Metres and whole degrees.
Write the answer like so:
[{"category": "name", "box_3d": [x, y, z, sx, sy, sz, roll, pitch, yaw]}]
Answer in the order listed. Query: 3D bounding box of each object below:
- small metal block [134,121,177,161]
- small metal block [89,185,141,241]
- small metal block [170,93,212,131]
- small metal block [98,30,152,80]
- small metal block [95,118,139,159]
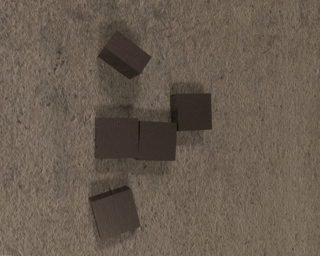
[{"category": "small metal block", "box_3d": [-0.007, 0.017, 0.408, 0.050, 0.025, 0.050, 3, 89, -21]}, {"category": "small metal block", "box_3d": [-0.057, 0.106, 0.389, 0.050, 0.025, 0.050, -15, 95, -20]}, {"category": "small metal block", "box_3d": [0.043, -0.022, 0.426, 0.050, 0.025, 0.050, -3, 91, -20]}, {"category": "small metal block", "box_3d": [-0.044, -0.088, 0.380, 0.050, 0.050, 0.025, 35, 79, -17]}, {"category": "small metal block", "box_3d": [-0.055, 0.012, 0.390, 0.050, 0.025, 0.050, 0, 90, -20]}]
